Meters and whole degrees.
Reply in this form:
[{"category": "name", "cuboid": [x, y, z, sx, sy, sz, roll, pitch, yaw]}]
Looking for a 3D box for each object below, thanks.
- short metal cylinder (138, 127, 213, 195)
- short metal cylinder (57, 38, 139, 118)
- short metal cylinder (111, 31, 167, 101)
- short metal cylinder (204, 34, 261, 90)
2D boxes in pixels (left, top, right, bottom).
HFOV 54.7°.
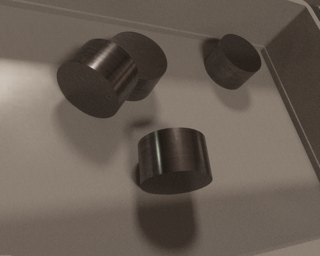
[{"category": "short metal cylinder", "cuboid": [0.016, 0.040, 0.356, 0.081, 0.080, 0.050, 8, 58, -24]}, {"category": "short metal cylinder", "cuboid": [-0.073, -0.058, 0.368, 0.080, 0.080, 0.050, 35, 51, -6]}, {"category": "short metal cylinder", "cuboid": [-0.037, -0.083, 0.422, 0.081, 0.050, 0.080, 14, 56, -21]}, {"category": "short metal cylinder", "cuboid": [0.123, -0.112, 0.527, 0.081, 0.050, 0.080, 14, 56, -21]}]
